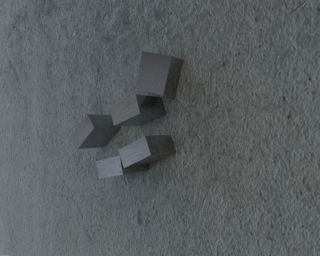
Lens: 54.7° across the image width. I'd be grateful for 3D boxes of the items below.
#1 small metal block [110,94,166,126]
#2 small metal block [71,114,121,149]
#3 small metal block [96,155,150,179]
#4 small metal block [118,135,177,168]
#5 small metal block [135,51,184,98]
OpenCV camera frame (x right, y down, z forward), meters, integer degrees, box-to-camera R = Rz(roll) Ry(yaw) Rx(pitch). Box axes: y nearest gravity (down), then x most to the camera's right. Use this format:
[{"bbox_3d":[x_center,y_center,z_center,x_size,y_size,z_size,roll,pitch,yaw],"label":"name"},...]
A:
[{"bbox_3d":[-0.029,-0.022,0.413,0.050,0.050,0.025,-22,76,38],"label":"small metal block"},{"bbox_3d":[-0.096,0.005,0.468,0.050,0.050,0.025,-47,62,30],"label":"small metal block"},{"bbox_3d":[-0.052,0.053,0.432,0.050,0.050,0.025,-17,80,39],"label":"small metal block"},{"bbox_3d":[-0.016,0.030,0.402,0.050,0.050,0.025,-29,72,36],"label":"small metal block"},{"bbox_3d":[-0.001,-0.070,0.406,0.050,0.025,0.050,20,103,38],"label":"small metal block"}]
